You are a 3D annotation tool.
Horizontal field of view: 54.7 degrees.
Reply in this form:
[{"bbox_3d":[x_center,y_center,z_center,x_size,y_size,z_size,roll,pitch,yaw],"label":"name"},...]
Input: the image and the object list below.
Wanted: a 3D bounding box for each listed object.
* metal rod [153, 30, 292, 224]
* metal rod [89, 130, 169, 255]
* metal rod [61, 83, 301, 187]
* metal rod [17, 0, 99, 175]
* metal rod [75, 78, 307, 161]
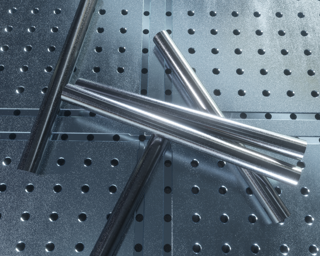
[{"bbox_3d":[0.074,-0.013,0.417,0.025,0.025,0.299,-28,73,-10],"label":"metal rod"},{"bbox_3d":[-0.056,0.125,0.365,0.025,0.025,0.300,24,71,8],"label":"metal rod"},{"bbox_3d":[0.020,0.006,0.382,0.301,0.025,0.025,20,71,7],"label":"metal rod"},{"bbox_3d":[-0.136,-0.082,0.439,0.025,0.025,0.299,11,70,4],"label":"metal rod"},{"bbox_3d":[0.028,-0.016,0.398,0.301,0.025,0.025,17,71,13],"label":"metal rod"}]
